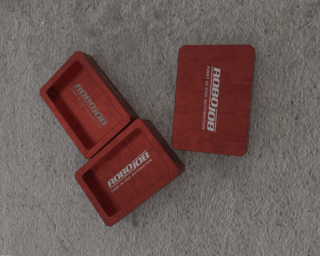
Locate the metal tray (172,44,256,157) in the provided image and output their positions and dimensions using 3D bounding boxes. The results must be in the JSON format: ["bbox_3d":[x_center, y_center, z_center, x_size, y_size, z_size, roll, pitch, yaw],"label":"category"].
[{"bbox_3d":[0.066,-0.035,0.383,0.090,0.030,0.129,5,92,19],"label":"metal tray"}]

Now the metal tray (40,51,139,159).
[{"bbox_3d":[-0.103,-0.032,0.442,0.090,0.030,0.130,-42,77,15],"label":"metal tray"}]

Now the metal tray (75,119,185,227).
[{"bbox_3d":[-0.043,0.060,0.421,0.130,0.030,0.090,-40,78,15],"label":"metal tray"}]
